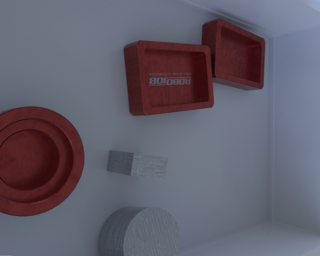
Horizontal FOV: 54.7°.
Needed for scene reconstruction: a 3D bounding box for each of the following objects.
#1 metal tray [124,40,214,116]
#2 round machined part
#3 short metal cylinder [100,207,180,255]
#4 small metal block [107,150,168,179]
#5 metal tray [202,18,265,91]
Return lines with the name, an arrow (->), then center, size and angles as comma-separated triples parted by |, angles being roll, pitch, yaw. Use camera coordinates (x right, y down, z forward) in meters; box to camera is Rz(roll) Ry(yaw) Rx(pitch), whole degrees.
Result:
metal tray -> 0.017, -0.067, 0.419 | 0.131, 0.030, 0.089 | -9, 96, -40
round machined part -> -0.126, 0.029, 0.291 | 0.099, 0.042, 0.097 | 0, 90, -40
short metal cylinder -> -0.023, 0.134, 0.364 | 0.081, 0.050, 0.080 | 11, 72, -38
small metal block -> -0.027, 0.043, 0.369 | 0.050, 0.050, 0.025 | 12, 82, -40
metal tray -> 0.123, -0.115, 0.508 | 0.131, 0.030, 0.089 | 5, 87, -40
